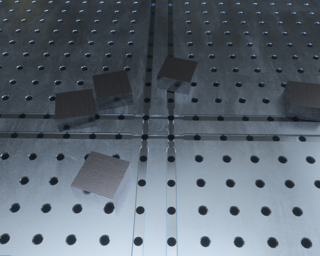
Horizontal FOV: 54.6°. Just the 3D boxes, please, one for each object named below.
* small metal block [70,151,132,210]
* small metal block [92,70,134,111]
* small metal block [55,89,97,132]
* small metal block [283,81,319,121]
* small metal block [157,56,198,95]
[{"bbox_3d":[-0.066,0.059,0.358,0.050,0.025,0.050,15,52,12],"label":"small metal block"},{"bbox_3d":[-0.069,-0.056,0.454,0.050,0.025,0.050,-11,51,-9],"label":"small metal block"},{"bbox_3d":[-0.116,-0.025,0.429,0.050,0.025,0.050,-8,51,-7],"label":"small metal block"},{"bbox_3d":[0.207,-0.039,0.442,0.050,0.025,0.050,8,50,6],"label":"small metal block"},{"bbox_3d":[0.027,-0.081,0.476,0.050,0.025,0.050,14,51,11],"label":"small metal block"}]
